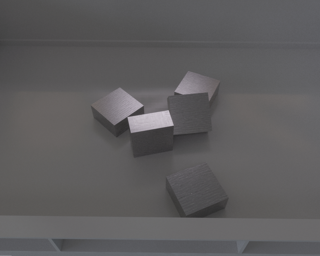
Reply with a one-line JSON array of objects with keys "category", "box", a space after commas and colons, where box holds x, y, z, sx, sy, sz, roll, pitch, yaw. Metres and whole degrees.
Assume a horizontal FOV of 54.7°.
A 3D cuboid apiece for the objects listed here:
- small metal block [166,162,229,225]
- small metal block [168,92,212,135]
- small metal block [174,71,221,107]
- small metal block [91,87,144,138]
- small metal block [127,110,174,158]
[{"category": "small metal block", "box": [0.040, 0.072, 0.345, 0.050, 0.025, 0.050, -18, 53, -15]}, {"category": "small metal block", "box": [0.038, -0.018, 0.404, 0.050, 0.025, 0.050, -6, 87, -5]}, {"category": "small metal block", "box": [0.054, -0.051, 0.448, 0.050, 0.025, 0.050, 20, 53, 16]}, {"category": "small metal block", "box": [-0.057, -0.022, 0.423, 0.050, 0.025, 0.050, -37, 59, -27]}, {"category": "small metal block", "box": [-0.011, 0.008, 0.382, 0.050, 0.050, 0.025, -10, 51, -8]}]
